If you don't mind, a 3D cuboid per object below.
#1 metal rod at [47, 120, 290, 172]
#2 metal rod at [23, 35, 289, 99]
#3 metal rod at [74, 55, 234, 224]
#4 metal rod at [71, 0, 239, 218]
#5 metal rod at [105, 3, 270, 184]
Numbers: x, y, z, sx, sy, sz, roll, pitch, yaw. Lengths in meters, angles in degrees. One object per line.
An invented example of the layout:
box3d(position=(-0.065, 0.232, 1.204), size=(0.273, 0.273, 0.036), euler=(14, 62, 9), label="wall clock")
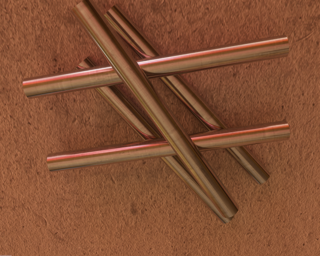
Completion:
box3d(position=(0.009, 0.024, 0.394), size=(0.302, 0.025, 0.025), euler=(-8, 110, 2), label="metal rod")
box3d(position=(-0.007, -0.070, 0.359), size=(0.302, 0.025, 0.025), euler=(-9, 110, 2), label="metal rod")
box3d(position=(0.002, 0.026, 0.420), size=(0.025, 0.025, 0.300), euler=(-39, 106, 13), label="metal rod")
box3d(position=(0.006, -0.009, 0.355), size=(0.025, 0.025, 0.299), euler=(-33, 107, 11), label="metal rod")
box3d(position=(0.043, -0.033, 0.399), size=(0.025, 0.025, 0.300), euler=(-41, 106, 13), label="metal rod")
